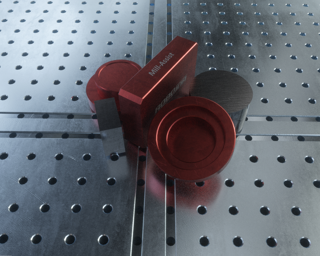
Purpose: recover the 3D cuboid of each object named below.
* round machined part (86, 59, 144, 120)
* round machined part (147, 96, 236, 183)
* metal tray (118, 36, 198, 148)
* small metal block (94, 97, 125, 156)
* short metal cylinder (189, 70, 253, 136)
[{"bbox_3d":[-0.056,-0.061,0.441,0.099,0.042,0.098,0,50,0],"label":"round machined part"},{"bbox_3d":[0.038,0.016,0.364,0.098,0.042,0.098,-3,71,10],"label":"round machined part"},{"bbox_3d":[0.002,-0.047,0.400,0.030,0.089,0.130,26,55,20],"label":"metal tray"},{"bbox_3d":[-0.063,-0.001,0.386,0.025,0.050,0.050,-12,51,-10],"label":"small metal block"},{"bbox_3d":[0.078,-0.032,0.414,0.081,0.050,0.080,0,50,0],"label":"short metal cylinder"}]
